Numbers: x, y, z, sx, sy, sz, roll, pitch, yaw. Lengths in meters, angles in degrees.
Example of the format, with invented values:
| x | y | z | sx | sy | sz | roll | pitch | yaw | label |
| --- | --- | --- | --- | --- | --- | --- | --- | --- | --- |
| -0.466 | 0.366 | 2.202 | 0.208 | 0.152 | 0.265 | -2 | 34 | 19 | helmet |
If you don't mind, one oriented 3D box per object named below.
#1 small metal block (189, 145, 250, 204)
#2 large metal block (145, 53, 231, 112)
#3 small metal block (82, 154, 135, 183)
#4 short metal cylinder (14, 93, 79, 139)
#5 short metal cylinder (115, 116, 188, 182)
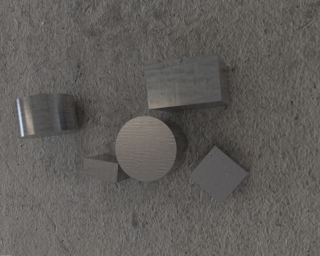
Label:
| x | y | z | sx | sy | sz | roll | pitch | yaw | label |
| --- | --- | --- | --- | --- | --- | --- | --- | --- | --- |
| 0.074 | 0.056 | 0.383 | 0.050 | 0.025 | 0.050 | 41 | 103 | 15 | small metal block |
| 0.037 | -0.049 | 0.367 | 0.080 | 0.080 | 0.050 | -5 | 88 | 20 | large metal block |
| -0.068 | 0.053 | 0.419 | 0.050 | 0.050 | 0.025 | 7 | 94 | 20 | small metal block |
| -0.159 | -0.015 | 0.436 | 0.080 | 0.080 | 0.050 | -10 | 87 | 19 | short metal cylinder |
| -0.010 | 0.025 | 0.399 | 0.080 | 0.050 | 0.080 | 0 | 90 | 19 | short metal cylinder |
